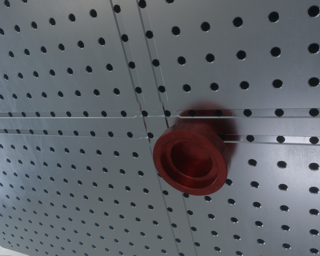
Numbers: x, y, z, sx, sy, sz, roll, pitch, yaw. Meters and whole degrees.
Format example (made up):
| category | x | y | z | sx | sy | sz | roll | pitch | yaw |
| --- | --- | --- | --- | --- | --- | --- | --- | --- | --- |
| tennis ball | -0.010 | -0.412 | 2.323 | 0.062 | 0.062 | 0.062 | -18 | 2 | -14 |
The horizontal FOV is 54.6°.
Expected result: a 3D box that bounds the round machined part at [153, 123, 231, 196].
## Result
| category | x | y | z | sx | sy | sz | roll | pitch | yaw |
| --- | --- | --- | --- | --- | --- | --- | --- | --- | --- |
| round machined part | 0.043 | 0.036 | 0.400 | 0.098 | 0.042 | 0.097 | 13 | 124 | 21 |
